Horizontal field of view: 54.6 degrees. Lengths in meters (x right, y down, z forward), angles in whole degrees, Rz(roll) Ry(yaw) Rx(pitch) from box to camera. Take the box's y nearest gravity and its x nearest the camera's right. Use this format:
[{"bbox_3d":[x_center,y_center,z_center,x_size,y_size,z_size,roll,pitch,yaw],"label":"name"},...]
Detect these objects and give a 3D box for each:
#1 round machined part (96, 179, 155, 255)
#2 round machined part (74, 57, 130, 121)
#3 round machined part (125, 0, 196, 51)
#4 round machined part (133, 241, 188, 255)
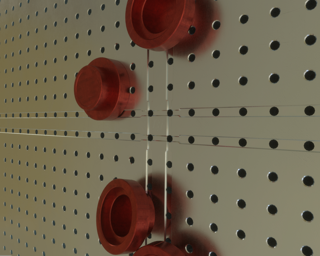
[{"bbox_3d":[-0.044,0.120,0.426,0.098,0.042,0.098,-17,66,46],"label":"round machined part"},{"bbox_3d":[-0.096,-0.060,0.479,0.098,0.042,0.097,0,90,40],"label":"round machined part"},{"bbox_3d":[0.005,-0.147,0.395,0.098,0.042,0.097,0,90,40],"label":"round machined part"},{"bbox_3d":[0.009,0.192,0.392,0.098,0.042,0.097,0,90,40],"label":"round machined part"}]
